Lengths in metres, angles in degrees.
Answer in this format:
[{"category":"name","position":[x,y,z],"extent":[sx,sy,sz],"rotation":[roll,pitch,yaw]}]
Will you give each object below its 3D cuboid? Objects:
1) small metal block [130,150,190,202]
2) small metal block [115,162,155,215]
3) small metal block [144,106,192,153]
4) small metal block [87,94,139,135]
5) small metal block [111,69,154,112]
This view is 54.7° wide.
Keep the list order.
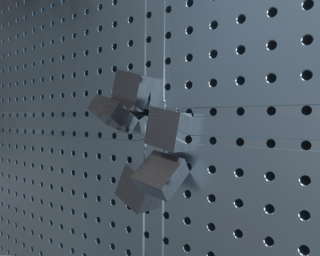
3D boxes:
[{"category":"small metal block","position":[0.001,0.059,0.388],"extent":[0.050,0.050,0.025],"rotation":[13,139,39]},{"category":"small metal block","position":[-0.031,0.083,0.433],"extent":[0.050,0.025,0.050],"rotation":[32,110,35]},{"category":"small metal block","position":[0.010,0.001,0.400],"extent":[0.050,0.025,0.050],"rotation":[15,100,38]},{"category":"small metal block","position":[-0.067,-0.020,0.442],"extent":[0.050,0.050,0.025],"rotation":[19,72,38]},{"category":"small metal block","position":[-0.041,-0.053,0.441],"extent":[0.050,0.025,0.050],"rotation":[21,103,37]}]
